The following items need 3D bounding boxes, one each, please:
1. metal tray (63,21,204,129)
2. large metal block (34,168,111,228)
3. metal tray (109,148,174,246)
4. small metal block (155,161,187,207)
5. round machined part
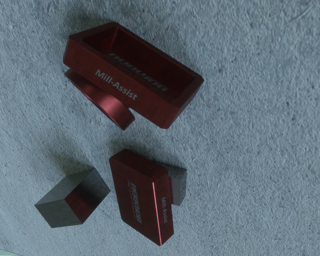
[{"bbox_3d":[-0.025,-0.062,0.337,0.130,0.090,0.030,34,126,5],"label":"metal tray"},{"bbox_3d":[-0.144,0.117,0.517,0.080,0.080,0.050,-18,109,35],"label":"large metal block"},{"bbox_3d":[-0.027,0.103,0.462,0.090,0.030,0.129,20,129,38],"label":"metal tray"},{"bbox_3d":[0.010,0.080,0.450,0.050,0.025,0.050,13,124,20],"label":"small metal block"},{"bbox_3d":[-0.065,-0.045,0.379,0.098,0.042,0.098,42,173,7],"label":"round machined part"}]
